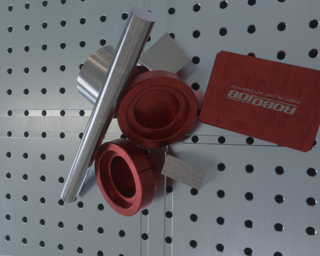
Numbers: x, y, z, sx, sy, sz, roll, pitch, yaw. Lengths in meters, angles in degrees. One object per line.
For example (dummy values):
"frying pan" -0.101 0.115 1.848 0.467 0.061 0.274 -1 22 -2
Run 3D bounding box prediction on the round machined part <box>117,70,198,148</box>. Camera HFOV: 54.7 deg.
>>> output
"round machined part" -0.006 -0.027 0.387 0.099 0.042 0.097 -6 123 -9

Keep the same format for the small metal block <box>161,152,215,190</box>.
"small metal block" 0.036 0.052 0.387 0.050 0.050 0.025 21 97 19

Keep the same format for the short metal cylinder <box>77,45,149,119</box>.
"short metal cylinder" -0.059 -0.059 0.402 0.050 0.080 0.080 39 102 21

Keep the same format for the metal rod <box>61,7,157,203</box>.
"metal rod" -0.075 -0.002 0.373 0.025 0.025 0.298 42 128 15

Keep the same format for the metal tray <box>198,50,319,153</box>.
"metal tray" 0.121 -0.033 0.367 0.130 0.030 0.089 17 96 19

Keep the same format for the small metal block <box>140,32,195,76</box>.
"small metal block" 0.009 -0.088 0.409 0.050 0.025 0.050 -40 78 15

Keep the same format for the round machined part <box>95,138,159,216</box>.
"round machined part" -0.040 0.060 0.403 0.098 0.042 0.097 17 114 43
